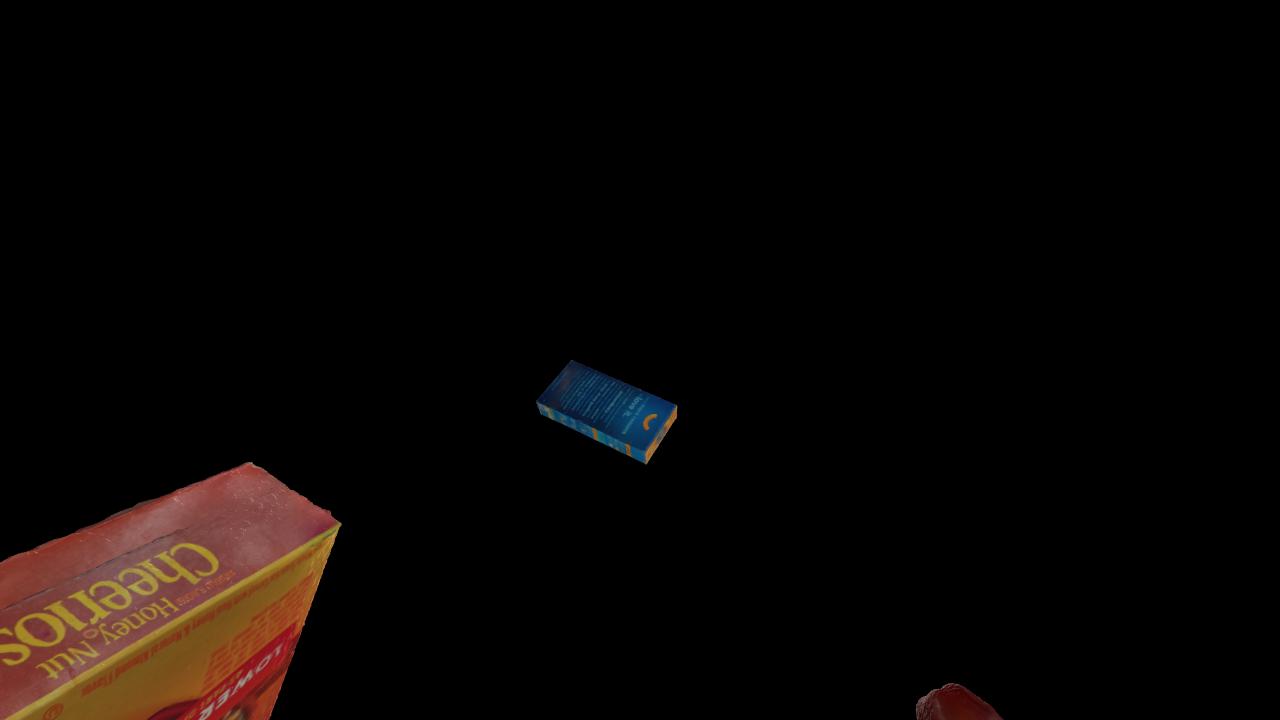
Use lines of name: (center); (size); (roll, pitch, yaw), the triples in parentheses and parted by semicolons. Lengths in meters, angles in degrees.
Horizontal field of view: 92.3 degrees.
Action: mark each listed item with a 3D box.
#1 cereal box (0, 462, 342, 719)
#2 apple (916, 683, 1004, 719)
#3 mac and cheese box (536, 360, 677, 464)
cereal box: (-0.283, 0.220, 0.298); (0.081, 0.306, 0.203); (29, 18, 9)
apple: (0.280, 0.327, 0.520); (0.079, 0.079, 0.093); (0, 43, -23)
mac and cheese box: (-0.048, 0.072, 0.892); (0.184, 0.093, 0.041); (23, -36, 22)
